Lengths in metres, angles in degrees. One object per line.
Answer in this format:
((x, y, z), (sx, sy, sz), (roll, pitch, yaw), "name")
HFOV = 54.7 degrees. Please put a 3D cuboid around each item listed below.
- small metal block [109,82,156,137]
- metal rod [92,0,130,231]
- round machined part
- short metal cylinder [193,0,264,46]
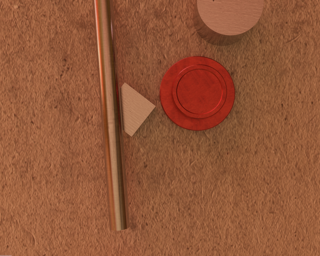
((-0.041, -0.024, 0.410), (0.050, 0.025, 0.050), (38, 90, 0), "small metal block")
((-0.061, -0.026, 0.384), (0.025, 0.025, 0.298), (-4, 90, 0), "metal rod")
((0.049, -0.045, 0.402), (0.099, 0.042, 0.097), (0, 90, 0), "round machined part")
((0.085, -0.152, 0.398), (0.081, 0.050, 0.079), (0, 90, 0), "short metal cylinder")
